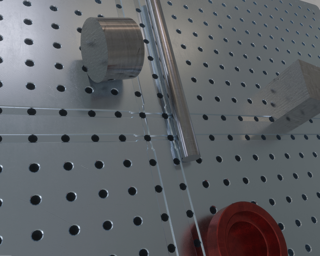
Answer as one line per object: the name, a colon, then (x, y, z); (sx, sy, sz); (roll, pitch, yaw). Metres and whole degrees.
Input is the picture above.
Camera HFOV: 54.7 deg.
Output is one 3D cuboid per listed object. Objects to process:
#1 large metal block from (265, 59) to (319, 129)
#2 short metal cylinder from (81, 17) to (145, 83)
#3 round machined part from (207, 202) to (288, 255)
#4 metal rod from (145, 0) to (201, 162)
large metal block: (0.236, -0.057, 0.535); (0.050, 0.080, 0.080); (14, 56, -21)
short metal cylinder: (-0.063, -0.101, 0.401); (0.050, 0.080, 0.080); (-13, 69, -34)
round machined part: (0.097, 0.140, 0.364); (0.099, 0.042, 0.098); (14, 56, -21)
metal rod: (0.014, -0.092, 0.471); (0.025, 0.025, 0.299); (3, 61, -27)
